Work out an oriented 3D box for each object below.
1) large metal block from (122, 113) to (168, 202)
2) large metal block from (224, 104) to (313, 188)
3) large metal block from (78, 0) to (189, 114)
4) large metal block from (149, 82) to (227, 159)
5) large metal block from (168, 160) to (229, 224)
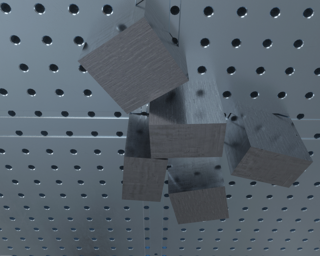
[{"bbox_3d":[-0.020,0.039,0.408,0.050,0.080,0.080,5,130,-4],"label":"large metal block"},{"bbox_3d":[0.131,0.022,0.395,0.080,0.080,0.050,14,129,-12],"label":"large metal block"},{"bbox_3d":[-0.026,-0.074,0.332,0.080,0.050,0.080,-27,125,21],"label":"large metal block"},{"bbox_3d":[0.029,-0.011,0.366,0.080,0.080,0.050,-1,130,1],"label":"large metal block"},{"bbox_3d":[0.060,0.101,0.481,0.080,0.050,0.080,-10,130,8],"label":"large metal block"}]
